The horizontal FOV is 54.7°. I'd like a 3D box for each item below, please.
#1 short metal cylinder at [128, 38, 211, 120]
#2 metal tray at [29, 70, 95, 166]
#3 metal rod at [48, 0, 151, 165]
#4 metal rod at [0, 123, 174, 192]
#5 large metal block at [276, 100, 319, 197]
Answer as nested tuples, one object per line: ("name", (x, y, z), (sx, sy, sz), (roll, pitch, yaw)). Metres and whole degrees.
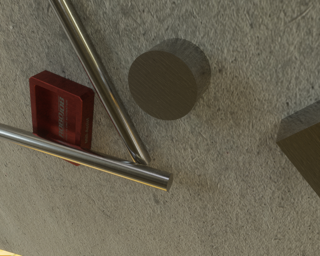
("short metal cylinder", (0.012, -0.055, 0.349), (0.080, 0.050, 0.079), (13, 124, 20))
("metal tray", (-0.149, -0.012, 0.472), (0.090, 0.030, 0.129), (23, 127, 14))
("metal rod", (-0.085, -0.078, 0.401), (0.025, 0.025, 0.299), (-13, 112, 33))
("metal rod", (-0.126, 0.037, 0.454), (0.301, 0.025, 0.025), (14, 124, 18))
("large metal block", (0.177, 0.015, 0.307), (0.080, 0.050, 0.080), (-34, 100, 38))
